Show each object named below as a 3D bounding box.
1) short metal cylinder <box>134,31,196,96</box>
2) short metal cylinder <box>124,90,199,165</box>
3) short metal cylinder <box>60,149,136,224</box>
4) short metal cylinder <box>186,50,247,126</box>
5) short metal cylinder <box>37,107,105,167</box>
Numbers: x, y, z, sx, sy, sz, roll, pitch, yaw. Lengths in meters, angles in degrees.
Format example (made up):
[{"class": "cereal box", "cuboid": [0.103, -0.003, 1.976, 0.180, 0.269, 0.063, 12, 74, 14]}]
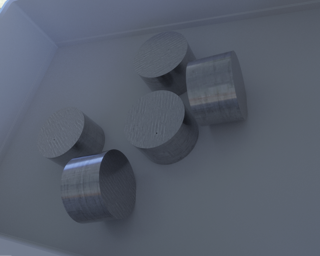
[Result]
[{"class": "short metal cylinder", "cuboid": [0.010, -0.089, 0.439, 0.080, 0.050, 0.080, -13, 56, 21]}, {"class": "short metal cylinder", "cuboid": [0.002, 0.000, 0.389, 0.080, 0.050, 0.080, -13, 56, 21]}, {"class": "short metal cylinder", "cuboid": [-0.070, 0.069, 0.365, 0.050, 0.080, 0.080, -13, 56, 21]}, {"class": "short metal cylinder", "cuboid": [0.068, -0.045, 0.362, 0.050, 0.080, 0.080, -9, 58, 23]}, {"class": "short metal cylinder", "cuboid": [-0.128, 0.016, 0.447, 0.080, 0.050, 0.080, -13, 56, 21]}]
